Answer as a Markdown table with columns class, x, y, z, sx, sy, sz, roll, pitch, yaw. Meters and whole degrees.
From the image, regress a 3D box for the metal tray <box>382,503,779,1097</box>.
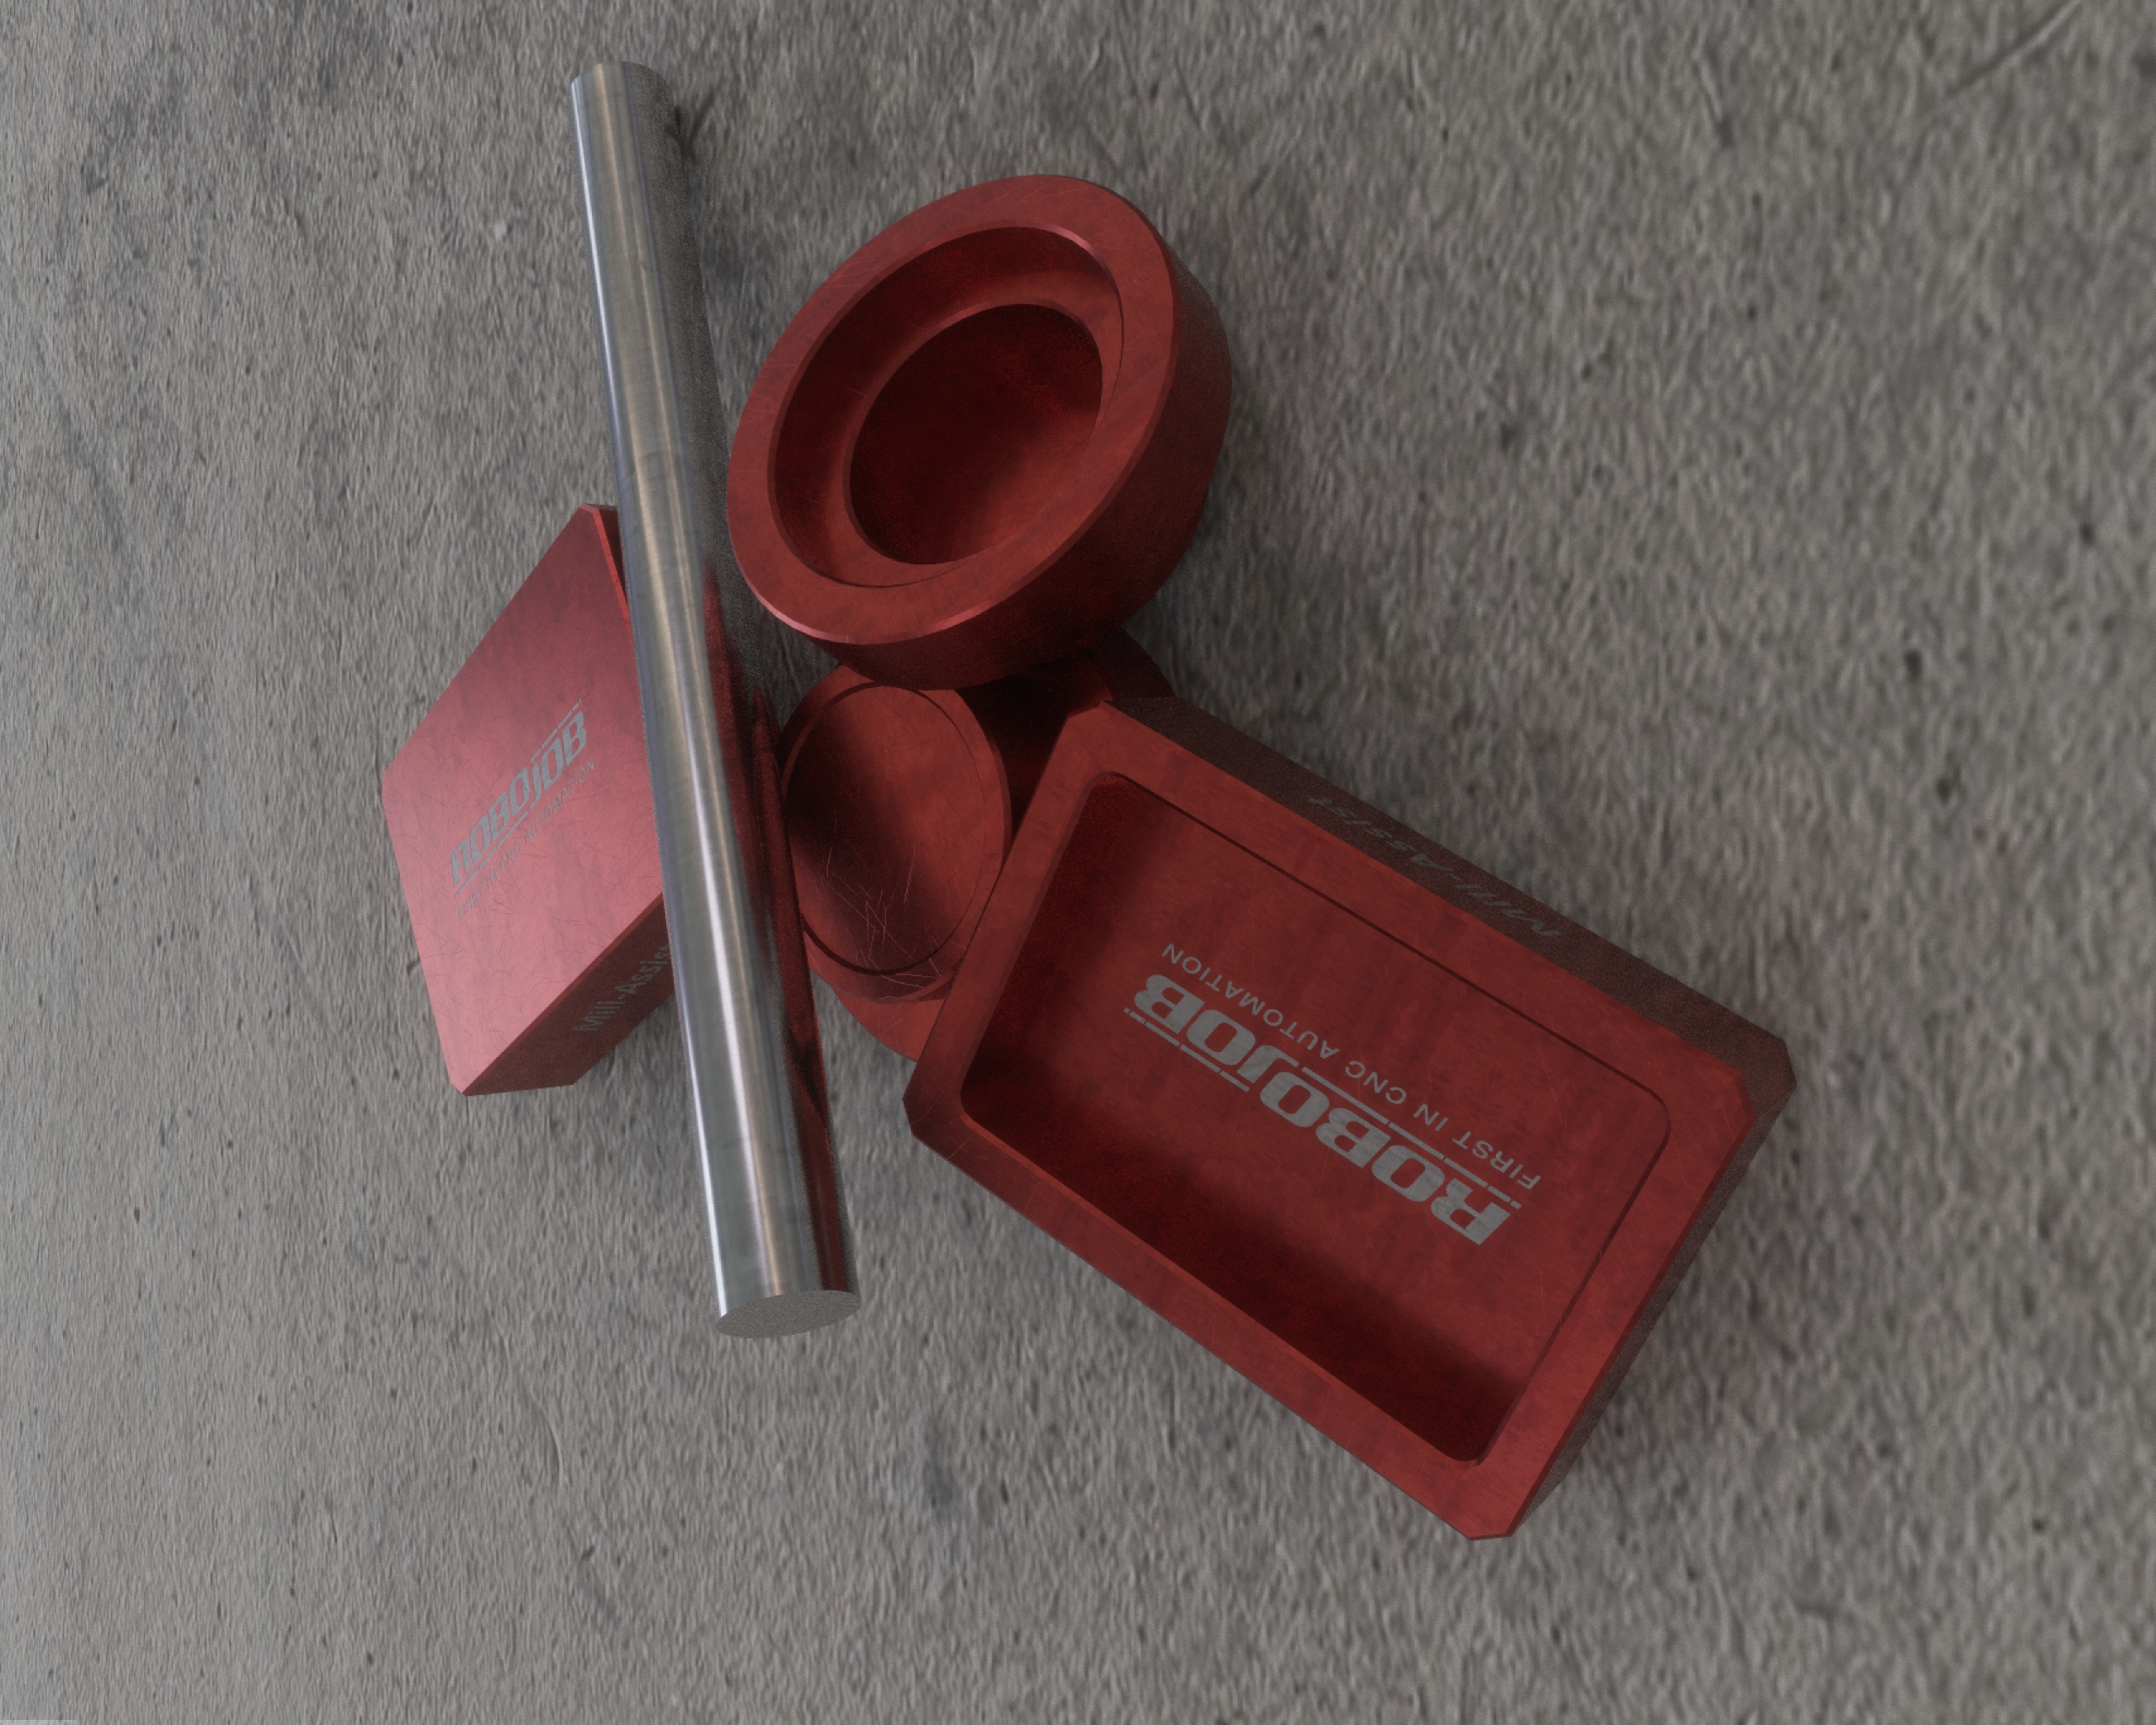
| class | x | y | z | sx | sy | sz | roll | pitch | yaw |
| --- | --- | --- | --- | --- | --- | --- | --- | --- | --- |
| metal tray | -0.116 | -0.011 | 0.485 | 0.129 | 0.030 | 0.090 | -38 | 64 | 42 |

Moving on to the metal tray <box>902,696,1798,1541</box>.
| class | x | y | z | sx | sy | sz | roll | pitch | yaw |
| --- | --- | --- | --- | --- | --- | --- | --- | --- | --- |
| metal tray | 0.041 | 0.039 | 0.355 | 0.130 | 0.030 | 0.089 | 32 | 110 | 24 |

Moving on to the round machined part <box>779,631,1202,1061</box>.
| class | x | y | z | sx | sy | sz | roll | pitch | yaw |
| --- | --- | --- | --- | --- | --- | --- | --- | --- | --- |
| round machined part | -0.025 | -0.007 | 0.417 | 0.098 | 0.042 | 0.097 | 0 | 90 | 40 |

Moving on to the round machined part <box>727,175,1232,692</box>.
| class | x | y | z | sx | sy | sz | roll | pitch | yaw |
| --- | --- | --- | --- | --- | --- | --- | --- | --- | --- |
| round machined part | -0.015 | -0.076 | 0.393 | 0.098 | 0.042 | 0.098 | -14 | 61 | 27 |

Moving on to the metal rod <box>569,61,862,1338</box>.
| class | x | y | z | sx | sy | sz | roll | pitch | yaw |
| --- | --- | --- | --- | --- | --- | --- | --- | --- | --- |
| metal rod | -0.079 | -0.051 | 0.428 | 0.025 | 0.025 | 0.299 | -34 | 56 | 35 |
